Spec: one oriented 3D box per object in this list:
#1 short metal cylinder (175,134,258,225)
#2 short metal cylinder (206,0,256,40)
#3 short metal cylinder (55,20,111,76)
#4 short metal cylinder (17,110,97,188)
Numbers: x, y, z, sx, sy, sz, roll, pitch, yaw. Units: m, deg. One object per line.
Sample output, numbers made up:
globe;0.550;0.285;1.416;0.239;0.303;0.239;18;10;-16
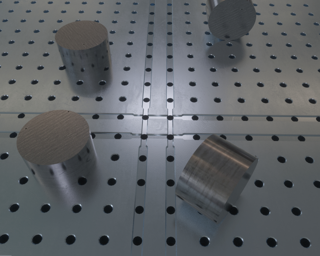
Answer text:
short metal cylinder;0.060;0.053;0.327;0.050;0.080;0.080;32;57;24
short metal cylinder;0.123;-0.202;0.543;0.081;0.080;0.050;0;50;0
short metal cylinder;-0.122;-0.129;0.499;0.081;0.050;0.080;0;50;0
short metal cylinder;-0.120;0.024;0.370;0.081;0.050;0.080;0;50;0
